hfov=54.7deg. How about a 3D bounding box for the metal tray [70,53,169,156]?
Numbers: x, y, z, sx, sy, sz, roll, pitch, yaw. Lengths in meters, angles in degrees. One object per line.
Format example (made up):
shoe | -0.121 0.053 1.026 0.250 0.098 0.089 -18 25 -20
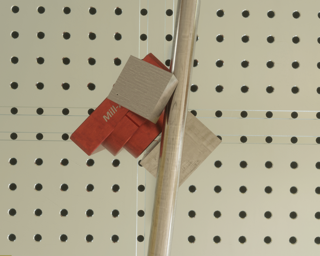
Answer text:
metal tray | -0.044 -0.026 0.380 0.030 0.090 0.130 43 90 0

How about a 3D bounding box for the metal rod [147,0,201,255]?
metal rod | 0.014 0.011 0.333 0.025 0.025 0.298 7 90 -1

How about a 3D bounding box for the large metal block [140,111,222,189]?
large metal block | 0.023 0.027 0.383 0.050 0.080 0.080 43 90 -1

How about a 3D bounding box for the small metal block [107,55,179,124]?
small metal block | -0.017 -0.039 0.315 0.050 0.025 0.050 28 88 18

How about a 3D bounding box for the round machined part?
round machined part | -0.022 -0.001 0.380 0.042 0.098 0.098 42 90 0
